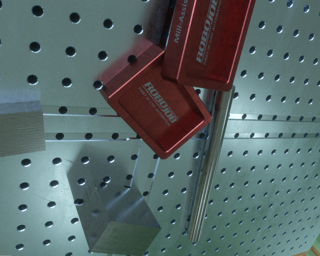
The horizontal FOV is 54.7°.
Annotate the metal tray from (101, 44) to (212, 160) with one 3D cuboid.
[{"bbox_3d":[0.001,-0.028,0.392,0.090,0.030,0.130,-41,130,-1],"label":"metal tray"}]

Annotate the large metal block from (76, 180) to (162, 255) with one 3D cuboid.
[{"bbox_3d":[-0.058,0.122,0.421,0.080,0.080,0.050,23,106,-37],"label":"large metal block"}]

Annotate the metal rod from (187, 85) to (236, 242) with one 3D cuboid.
[{"bbox_3d":[0.077,0.071,0.499,0.025,0.025,0.298,-8,122,-25],"label":"metal rod"}]

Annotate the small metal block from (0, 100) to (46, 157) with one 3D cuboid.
[{"bbox_3d":[-0.151,0.000,0.329,0.050,0.025,0.050,-8,122,-25],"label":"small metal block"}]

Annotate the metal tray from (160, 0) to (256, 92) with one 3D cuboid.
[{"bbox_3d":[0.057,-0.110,0.348,0.091,0.030,0.129,2,106,-39],"label":"metal tray"}]
